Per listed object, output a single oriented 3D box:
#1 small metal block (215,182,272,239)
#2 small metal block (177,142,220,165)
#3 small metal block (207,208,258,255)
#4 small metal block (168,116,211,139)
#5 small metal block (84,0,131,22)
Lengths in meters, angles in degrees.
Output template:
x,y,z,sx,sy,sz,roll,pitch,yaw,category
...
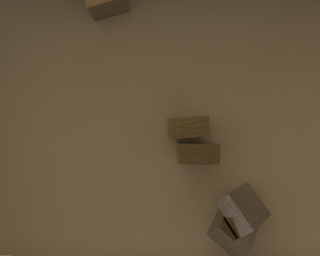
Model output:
x,y,z,sx,sy,sz,roll,pitch,yaw,category
0.106,0.102,0.391,0.050,0.050,0.025,56,131,17,small metal block
0.048,0.031,0.399,0.050,0.050,0.025,1,90,0,small metal block
0.095,0.130,0.398,0.050,0.050,0.025,42,132,0,small metal block
0.035,-0.001,0.399,0.050,0.050,0.025,-4,90,0,small metal block
-0.068,-0.164,0.398,0.050,0.050,0.025,-16,90,0,small metal block
